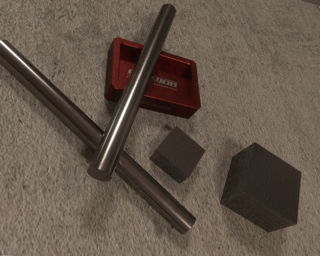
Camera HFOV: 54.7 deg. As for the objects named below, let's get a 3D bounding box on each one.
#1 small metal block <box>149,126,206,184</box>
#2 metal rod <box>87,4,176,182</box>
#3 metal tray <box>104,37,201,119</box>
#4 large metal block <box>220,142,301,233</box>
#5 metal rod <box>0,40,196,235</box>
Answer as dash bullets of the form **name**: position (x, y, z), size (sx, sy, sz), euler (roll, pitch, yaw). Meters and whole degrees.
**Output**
- **small metal block**: position (0.023, 0.034, 0.397), size (0.050, 0.025, 0.050), euler (40, 51, -1)
- **metal rod**: position (-0.023, -0.068, 0.394), size (0.025, 0.025, 0.300), euler (27, 52, -12)
- **metal tray**: position (-0.009, -0.070, 0.439), size (0.131, 0.030, 0.090), euler (12, 57, -22)
- **large metal block**: position (0.137, 0.080, 0.415), size (0.080, 0.050, 0.080), euler (32, 51, -8)
- **metal rod**: position (-0.077, 0.010, 0.357), size (0.300, 0.025, 0.025), euler (43, 51, 1)
